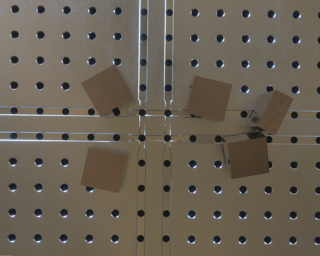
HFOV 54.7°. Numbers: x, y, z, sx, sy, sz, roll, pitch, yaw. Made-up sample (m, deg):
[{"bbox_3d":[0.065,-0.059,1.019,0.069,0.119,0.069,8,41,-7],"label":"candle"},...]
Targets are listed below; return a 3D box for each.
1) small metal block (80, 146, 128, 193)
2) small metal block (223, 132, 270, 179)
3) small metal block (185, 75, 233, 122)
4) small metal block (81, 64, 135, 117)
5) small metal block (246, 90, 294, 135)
[{"bbox_3d":[-0.073,0.054,0.412,0.050,0.025,0.050,12,90,-1],"label":"small metal block"},{"bbox_3d":[0.113,0.036,0.409,0.050,0.025,0.050,-10,104,0],"label":"small metal block"},{"bbox_3d":[0.064,-0.038,0.414,0.050,0.025,0.050,13,90,-1],"label":"small metal block"},{"bbox_3d":[-0.068,-0.049,0.412,0.050,0.025,0.050,-29,90,-1],"label":"small metal block"},{"bbox_3d":[0.141,-0.019,0.403,0.025,0.050,0.050,26,90,0],"label":"small metal block"}]
